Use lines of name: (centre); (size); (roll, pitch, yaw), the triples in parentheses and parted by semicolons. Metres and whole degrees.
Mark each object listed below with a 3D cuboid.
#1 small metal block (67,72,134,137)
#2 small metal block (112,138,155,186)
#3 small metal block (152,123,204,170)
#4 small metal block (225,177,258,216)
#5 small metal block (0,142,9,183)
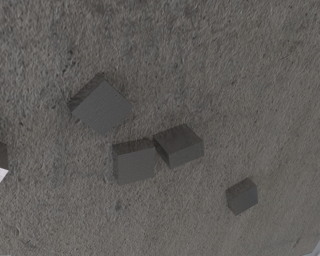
small metal block: (-0.068, -0.026, 0.354); (0.050, 0.025, 0.050); (-44, 129, 2)
small metal block: (-0.035, 0.045, 0.415); (0.050, 0.025, 0.050); (-11, 123, -23)
small metal block: (0.024, 0.023, 0.418); (0.050, 0.050, 0.025); (-20, 126, -17)
small metal block: (0.150, 0.126, 0.567); (0.050, 0.025, 0.050); (-26, 128, -12)
small metal block: (-0.183, 0.030, 0.309); (0.050, 0.050, 0.025); (30, 101, -38)
